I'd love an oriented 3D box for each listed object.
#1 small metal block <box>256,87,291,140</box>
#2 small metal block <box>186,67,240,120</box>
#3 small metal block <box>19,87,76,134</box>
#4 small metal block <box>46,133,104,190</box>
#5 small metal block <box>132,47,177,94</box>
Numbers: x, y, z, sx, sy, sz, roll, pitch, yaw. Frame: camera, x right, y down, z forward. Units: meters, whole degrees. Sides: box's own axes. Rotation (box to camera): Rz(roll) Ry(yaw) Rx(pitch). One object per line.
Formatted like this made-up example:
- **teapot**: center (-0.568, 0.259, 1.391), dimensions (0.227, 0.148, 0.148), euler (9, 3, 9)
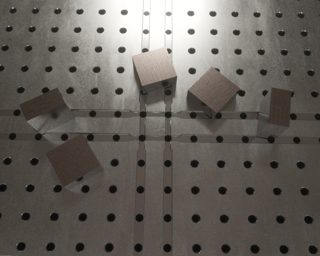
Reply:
- **small metal block**: center (0.149, -0.018, 0.407), dimensions (0.025, 0.050, 0.050), euler (11, 70, 3)
- **small metal block**: center (0.073, -0.048, 0.430), dimensions (0.050, 0.025, 0.050), euler (41, 75, 13)
- **small metal block**: center (-0.145, -0.021, 0.404), dimensions (0.050, 0.050, 0.025), euler (-27, 73, -10)
- **small metal block**: center (-0.108, 0.043, 0.395), dimensions (0.050, 0.025, 0.050), euler (-30, 73, -11)
- **small metal block**: center (-0.008, -0.082, 0.442), dimensions (0.050, 0.025, 0.050), euler (-17, 71, -7)
